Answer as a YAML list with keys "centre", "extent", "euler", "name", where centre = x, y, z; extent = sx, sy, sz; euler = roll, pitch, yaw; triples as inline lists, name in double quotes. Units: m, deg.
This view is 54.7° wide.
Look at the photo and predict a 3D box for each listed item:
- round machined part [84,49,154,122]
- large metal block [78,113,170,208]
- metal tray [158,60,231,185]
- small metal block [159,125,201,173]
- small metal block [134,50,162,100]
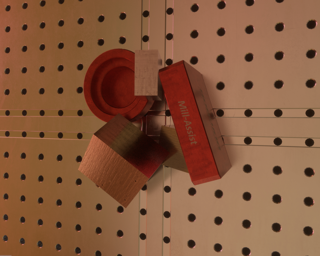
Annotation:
- centre: [-0.050, -0.054, 0.420]
  extent: [0.098, 0.042, 0.097]
  euler: [0, 90, 19]
  name: "round machined part"
- centre: [-0.047, 0.042, 0.391]
  extent: [0.080, 0.050, 0.080]
  euler: [38, 134, 4]
  name: "large metal block"
- centre: [0.044, -0.006, 0.362]
  extent: [0.030, 0.090, 0.129]
  euler: [-19, 84, 19]
  name: "metal tray"
- centre: [0.026, 0.026, 0.397]
  extent: [0.050, 0.025, 0.050]
  euler: [14, 99, 30]
  name: "small metal block"
- centre: [-0.012, -0.059, 0.359]
  extent: [0.025, 0.050, 0.050]
  euler: [0, 89, 6]
  name: "small metal block"
